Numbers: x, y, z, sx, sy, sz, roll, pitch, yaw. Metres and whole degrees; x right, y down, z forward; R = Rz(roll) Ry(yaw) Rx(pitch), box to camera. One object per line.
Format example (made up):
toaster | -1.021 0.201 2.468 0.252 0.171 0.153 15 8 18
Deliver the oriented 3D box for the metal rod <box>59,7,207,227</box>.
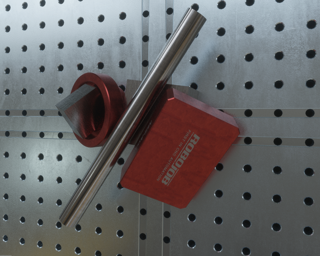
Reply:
metal rod | -0.039 -0.004 0.372 0.025 0.025 0.299 36 101 16

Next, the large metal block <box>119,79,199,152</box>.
large metal block | -0.001 -0.015 0.398 0.080 0.050 0.079 10 93 19

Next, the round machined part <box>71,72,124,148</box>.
round machined part | -0.079 -0.024 0.416 0.098 0.042 0.097 4 95 44

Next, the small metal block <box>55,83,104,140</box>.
small metal block | -0.098 -0.022 0.403 0.050 0.050 0.025 -42 43 -21

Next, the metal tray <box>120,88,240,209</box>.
metal tray | 0.020 0.029 0.366 0.090 0.030 0.129 24 115 -14
